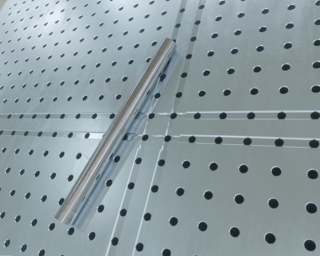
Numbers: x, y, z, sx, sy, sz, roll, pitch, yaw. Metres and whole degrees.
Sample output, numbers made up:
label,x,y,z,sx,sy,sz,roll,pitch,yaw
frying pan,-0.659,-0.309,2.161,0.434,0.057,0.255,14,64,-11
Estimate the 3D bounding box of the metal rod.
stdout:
label,x,y,z,sx,sy,sz,roll,pitch,yaw
metal rod,-0.055,-0.005,0.441,0.025,0.025,0.300,18,71,35
